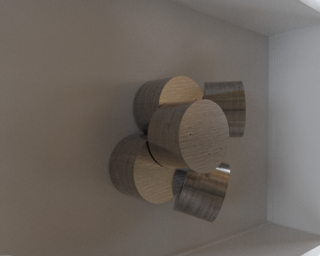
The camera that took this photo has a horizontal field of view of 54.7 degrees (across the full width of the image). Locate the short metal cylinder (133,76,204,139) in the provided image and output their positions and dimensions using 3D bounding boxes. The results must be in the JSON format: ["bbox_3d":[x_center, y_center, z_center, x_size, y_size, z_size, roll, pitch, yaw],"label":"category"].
[{"bbox_3d":[0.013,-0.025,0.401,0.081,0.050,0.079,0,90,-40],"label":"short metal cylinder"}]

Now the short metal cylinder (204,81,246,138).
[{"bbox_3d":[0.089,-0.026,0.438,0.080,0.050,0.079,-3,92,-84],"label":"short metal cylinder"}]

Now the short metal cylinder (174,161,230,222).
[{"bbox_3d":[0.054,0.077,0.408,0.050,0.080,0.080,18,75,3],"label":"short metal cylinder"}]

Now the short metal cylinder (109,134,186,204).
[{"bbox_3d":[-0.014,0.048,0.379,0.081,0.050,0.079,0,90,-40],"label":"short metal cylinder"}]

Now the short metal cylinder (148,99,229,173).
[{"bbox_3d":[0.033,0.009,0.351,0.081,0.050,0.079,0,90,-40],"label":"short metal cylinder"}]
